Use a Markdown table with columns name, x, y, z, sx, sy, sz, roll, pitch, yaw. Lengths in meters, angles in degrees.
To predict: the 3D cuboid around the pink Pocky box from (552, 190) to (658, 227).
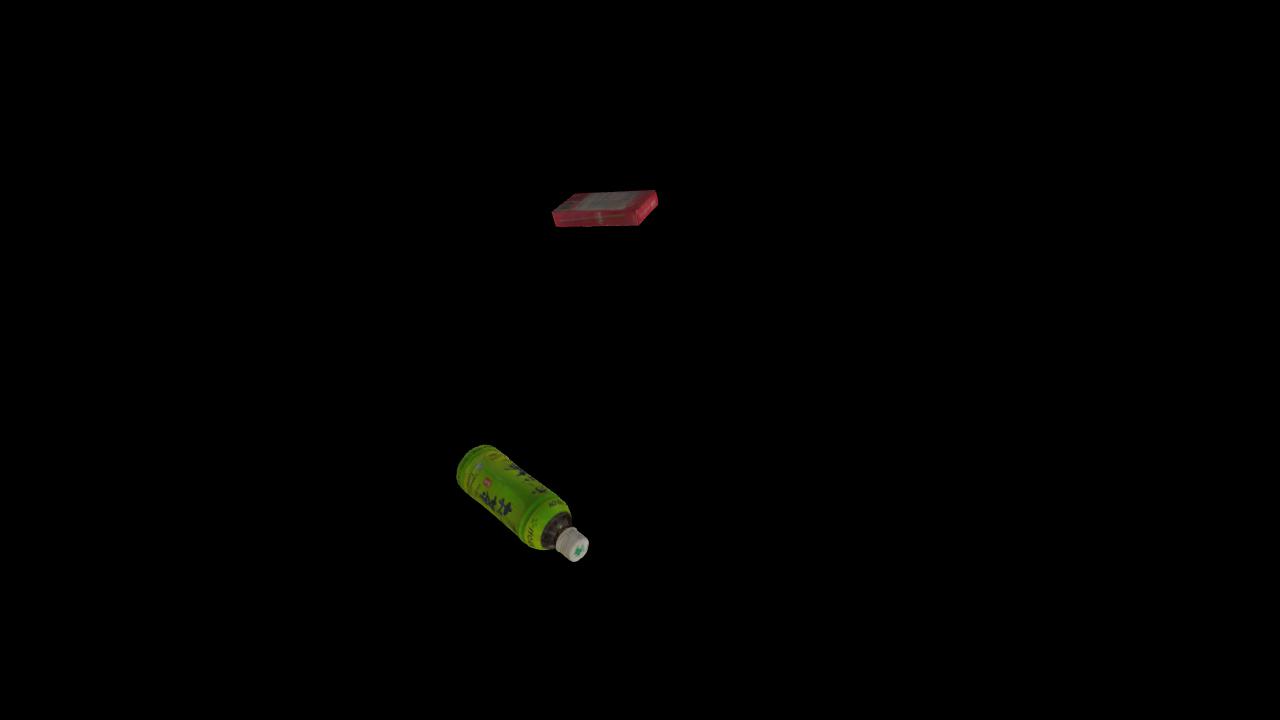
| name | x | y | z | sx | sy | sz | roll | pitch | yaw |
| --- | --- | --- | --- | --- | --- | --- | --- | --- | --- |
| pink Pocky box | -0.056 | -0.245 | 0.996 | 0.155 | 0.029 | 0.084 | 5 | 37 | 25 |

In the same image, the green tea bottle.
| name | x | y | z | sx | sy | sz | roll | pitch | yaw |
| --- | --- | --- | --- | --- | --- | --- | --- | --- | --- |
| green tea bottle | -0.144 | 0.181 | 0.767 | 0.212 | 0.073 | 0.073 | 26 | 15 | 34 |
